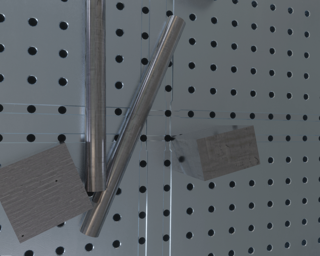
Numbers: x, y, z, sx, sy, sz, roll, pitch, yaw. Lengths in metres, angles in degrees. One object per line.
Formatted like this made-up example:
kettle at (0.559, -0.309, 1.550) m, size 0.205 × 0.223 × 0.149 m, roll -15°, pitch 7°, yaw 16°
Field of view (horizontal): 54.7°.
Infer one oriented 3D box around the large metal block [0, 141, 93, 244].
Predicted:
large metal block at (-0.132, 0.067, 0.351) m, size 0.081 × 0.050 × 0.080 m, roll -23°, pitch 98°, yaw -19°

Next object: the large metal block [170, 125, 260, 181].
large metal block at (0.070, 0.029, 0.410) m, size 0.081 × 0.080 × 0.050 m, roll -13°, pitch 95°, yaw -20°

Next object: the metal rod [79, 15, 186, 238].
metal rod at (-0.032, -0.008, 0.400) m, size 0.025 × 0.025 × 0.299 m, roll 25°, pitch 82°, yaw -19°

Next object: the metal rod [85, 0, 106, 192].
metal rod at (-0.078, -0.075, 0.374) m, size 0.025 × 0.025 × 0.298 m, roll 0°, pitch 86°, yaw -20°
